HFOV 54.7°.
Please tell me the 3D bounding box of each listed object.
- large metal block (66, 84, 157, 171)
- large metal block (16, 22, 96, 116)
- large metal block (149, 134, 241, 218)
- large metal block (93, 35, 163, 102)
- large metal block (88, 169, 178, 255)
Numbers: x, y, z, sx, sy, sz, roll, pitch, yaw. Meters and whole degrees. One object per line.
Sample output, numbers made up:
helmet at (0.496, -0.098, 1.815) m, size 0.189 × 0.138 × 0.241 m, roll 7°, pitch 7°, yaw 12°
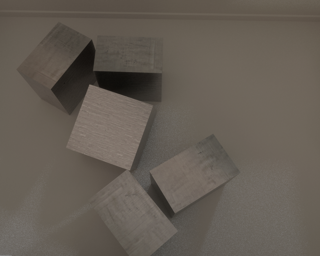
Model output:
large metal block at (-0.057, 0.000, 0.385) m, size 0.080 × 0.050 × 0.080 m, roll 19°, pitch 87°, yaw 6°
large metal block at (-0.125, -0.075, 0.406) m, size 0.050 × 0.080 × 0.080 m, roll 30°, pitch 73°, yaw 10°
large metal block at (0.036, 0.059, 0.359) m, size 0.080 × 0.080 × 0.050 m, roll -29°, pitch 73°, yaw -10°
large metal block at (-0.037, -0.075, 0.407) m, size 0.081 × 0.080 × 0.050 m, roll 2°, pitch 70°, yaw 0°
large metal block at (-0.028, 0.100, 0.344) m, size 0.050 × 0.080 × 0.080 m, roll -38°, pitch 75°, yaw -13°
